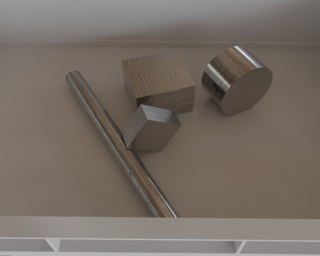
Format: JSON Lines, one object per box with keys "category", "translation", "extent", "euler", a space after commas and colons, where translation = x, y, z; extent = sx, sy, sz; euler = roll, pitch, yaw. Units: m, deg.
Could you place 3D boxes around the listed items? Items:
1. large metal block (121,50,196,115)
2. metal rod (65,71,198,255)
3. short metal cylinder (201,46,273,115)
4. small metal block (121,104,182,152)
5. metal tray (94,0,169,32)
{"category": "large metal block", "translation": [-0.004, -0.060, 0.439], "extent": [0.081, 0.050, 0.080], "euler": [-14, 52, -12]}
{"category": "metal rod", "translation": [-0.052, 0.022, 0.385], "extent": [0.025, 0.025, 0.300], "euler": [-25, 55, -20]}
{"category": "short metal cylinder", "translation": [0.105, -0.064, 0.425], "extent": [0.081, 0.080, 0.050], "euler": [-21, 53, -17]}
{"category": "small metal block", "translation": [-0.011, 0.002, 0.375], "extent": [0.050, 0.050, 0.025], "euler": [9, 42, -37]}
{"category": "metal tray", "translation": [-0.054, -0.244, 0.609], "extent": [0.090, 0.030, 0.131], "euler": [27, 55, 20]}
